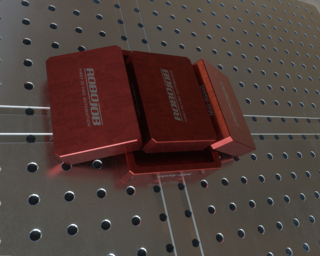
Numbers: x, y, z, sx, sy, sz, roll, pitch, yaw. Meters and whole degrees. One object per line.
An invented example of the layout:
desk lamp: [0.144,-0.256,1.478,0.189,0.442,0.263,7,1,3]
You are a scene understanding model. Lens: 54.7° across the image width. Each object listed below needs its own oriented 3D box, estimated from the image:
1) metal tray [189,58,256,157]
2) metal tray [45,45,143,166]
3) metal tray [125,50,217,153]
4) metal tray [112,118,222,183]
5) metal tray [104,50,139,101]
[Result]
metal tray: [0.088,-0.028,0.447,0.090,0.030,0.130,19,49,-51]
metal tray: [-0.078,-0.030,0.359,0.091,0.030,0.130,-12,66,-6]
metal tray: [0.010,-0.035,0.394,0.091,0.030,0.130,0,62,-29]
metal tray: [0.009,0.019,0.400,0.131,0.030,0.090,0,62,-28]
metal tray: [-0.012,-0.061,0.437,0.131,0.030,0.090,0,62,-28]
